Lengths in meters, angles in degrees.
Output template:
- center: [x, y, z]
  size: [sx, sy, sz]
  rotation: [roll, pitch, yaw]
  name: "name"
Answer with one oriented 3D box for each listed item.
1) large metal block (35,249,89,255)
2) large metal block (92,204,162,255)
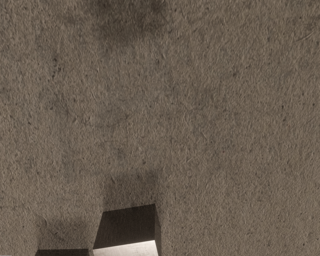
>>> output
- center: [-0.153, 0.230, 0.463]
  size: [0.081, 0.080, 0.050]
  rotation: [-1, 110, 0]
  name: "large metal block"
- center: [-0.042, 0.157, 0.438]
  size: [0.080, 0.080, 0.050]
  rotation: [-10, 110, 3]
  name: "large metal block"
